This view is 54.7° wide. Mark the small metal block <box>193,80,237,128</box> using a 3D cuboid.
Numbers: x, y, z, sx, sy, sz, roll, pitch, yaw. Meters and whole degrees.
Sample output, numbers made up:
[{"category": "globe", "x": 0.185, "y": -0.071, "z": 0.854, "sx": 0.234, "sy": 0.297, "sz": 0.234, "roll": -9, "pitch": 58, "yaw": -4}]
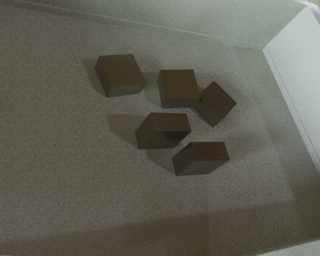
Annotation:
[{"category": "small metal block", "x": 0.082, "y": -0.037, "z": 0.472, "sx": 0.050, "sy": 0.025, "sz": 0.050, "roll": 45, "pitch": 51, "yaw": 3}]

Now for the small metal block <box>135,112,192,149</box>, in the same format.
[{"category": "small metal block", "x": 0.003, "y": 0.004, "z": 0.388, "sx": 0.050, "sy": 0.050, "sz": 0.025, "roll": 1, "pitch": 62, "yaw": -28}]

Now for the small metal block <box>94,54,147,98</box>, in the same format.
[{"category": "small metal block", "x": -0.054, "y": -0.072, "z": 0.420, "sx": 0.050, "sy": 0.025, "sz": 0.050, "roll": -13, "pitch": 68, "yaw": -33}]

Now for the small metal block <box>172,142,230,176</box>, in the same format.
[{"category": "small metal block", "x": 0.051, "y": 0.039, "z": 0.393, "sx": 0.050, "sy": 0.050, "sz": 0.025, "roll": 1, "pitch": 61, "yaw": -28}]

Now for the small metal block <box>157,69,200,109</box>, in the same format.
[{"category": "small metal block", "x": 0.026, "y": -0.057, "z": 0.446, "sx": 0.050, "sy": 0.025, "sz": 0.050, "roll": -3, "pitch": 62, "yaw": -12}]
